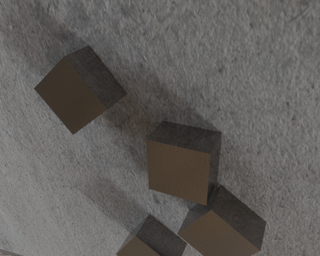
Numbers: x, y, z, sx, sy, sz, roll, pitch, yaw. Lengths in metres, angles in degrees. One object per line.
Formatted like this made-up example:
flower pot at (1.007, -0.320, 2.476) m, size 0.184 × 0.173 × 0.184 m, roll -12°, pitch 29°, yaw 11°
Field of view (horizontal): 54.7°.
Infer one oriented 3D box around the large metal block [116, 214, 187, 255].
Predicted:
large metal block at (-0.015, 0.205, 0.524) m, size 0.080 × 0.050 × 0.080 m, roll 39°, pitch 129°, yaw 1°

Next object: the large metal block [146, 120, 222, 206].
large metal block at (0.031, 0.044, 0.400) m, size 0.080 × 0.050 × 0.079 m, roll 12°, pitch 124°, yaw 21°

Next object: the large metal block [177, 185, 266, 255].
large metal block at (0.085, 0.140, 0.431) m, size 0.080 × 0.050 × 0.080 m, roll 40°, pitch 129°, yaw 0°

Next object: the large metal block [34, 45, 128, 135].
large metal block at (-0.106, -0.049, 0.414) m, size 0.080 × 0.050 × 0.080 m, roll -30°, pitch 102°, yaw 37°
